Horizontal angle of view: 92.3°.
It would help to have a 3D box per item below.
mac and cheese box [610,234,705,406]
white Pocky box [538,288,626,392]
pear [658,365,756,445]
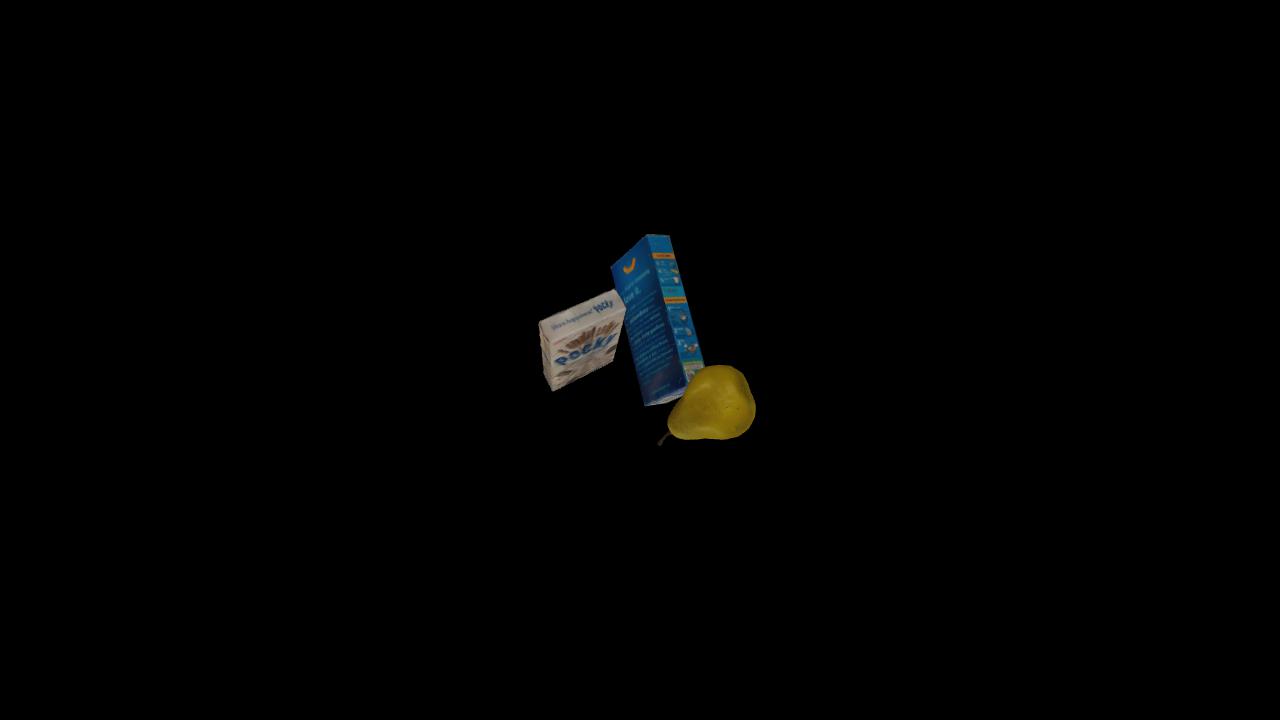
[{"bbox_3d":[0.020,-0.045,0.728,0.041,0.184,0.093,-5,-15,-32],"label":"mac and cheese box"},{"bbox_3d":[-0.062,-0.017,0.643,0.084,0.028,0.154,-26,-14,-15],"label":"white Pocky box"},{"bbox_3d":[0.064,0.053,0.651,0.111,0.080,0.080,-24,-8,18],"label":"pear"}]
